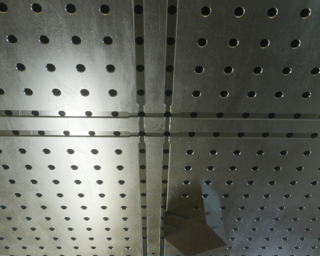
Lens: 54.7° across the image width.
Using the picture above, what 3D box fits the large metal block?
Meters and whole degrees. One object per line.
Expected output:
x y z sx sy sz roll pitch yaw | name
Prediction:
0.061 0.178 0.548 0.080 0.050 0.080 -26 126 20 | large metal block
